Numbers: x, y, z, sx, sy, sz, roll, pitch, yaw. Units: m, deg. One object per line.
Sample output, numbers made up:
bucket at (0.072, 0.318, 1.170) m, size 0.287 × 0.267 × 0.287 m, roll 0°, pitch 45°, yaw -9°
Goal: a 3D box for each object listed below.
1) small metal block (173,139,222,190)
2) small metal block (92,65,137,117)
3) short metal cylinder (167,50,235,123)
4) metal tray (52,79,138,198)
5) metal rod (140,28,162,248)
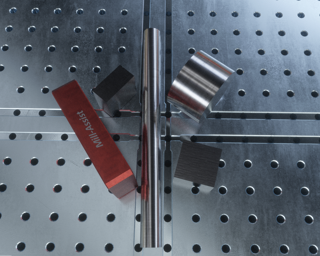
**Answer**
small metal block at (0.048, 0.047, 0.396) m, size 0.050 × 0.025 × 0.050 m, roll 14°, pitch 71°, yaw 5°
small metal block at (-0.059, -0.048, 0.414) m, size 0.025 × 0.050 × 0.050 m, roll 40°, pitch 75°, yaw 13°
short metal cylinder at (0.053, -0.053, 0.402) m, size 0.050 × 0.080 × 0.080 m, roll 36°, pitch 74°, yaw 12°
metal tray at (-0.075, 0.016, 0.370) m, size 0.030 × 0.090 × 0.130 m, roll -31°, pitch 73°, yaw -11°
metal rod at (-0.011, -0.001, 0.411) m, size 0.025 × 0.025 × 0.299 m, roll 0°, pitch 70°, yaw -1°
